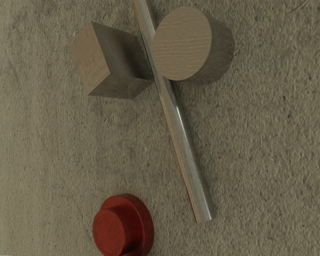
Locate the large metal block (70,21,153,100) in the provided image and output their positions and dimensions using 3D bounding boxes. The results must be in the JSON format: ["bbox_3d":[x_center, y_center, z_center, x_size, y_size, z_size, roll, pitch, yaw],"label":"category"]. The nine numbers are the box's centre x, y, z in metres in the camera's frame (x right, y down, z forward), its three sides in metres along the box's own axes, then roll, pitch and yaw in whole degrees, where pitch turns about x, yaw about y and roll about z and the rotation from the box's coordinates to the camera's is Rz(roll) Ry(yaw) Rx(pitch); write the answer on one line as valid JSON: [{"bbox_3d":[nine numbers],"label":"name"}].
[{"bbox_3d":[-0.064,-0.088,0.422,0.050,0.081,0.080,-34,69,35],"label":"large metal block"}]

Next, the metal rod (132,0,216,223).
[{"bbox_3d":[0.014,-0.033,0.393,0.025,0.025,0.299,-26,74,37],"label":"metal rod"}]

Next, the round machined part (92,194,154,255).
[{"bbox_3d":[-0.059,0.146,0.443,0.098,0.042,0.097,0,90,40],"label":"round machined part"}]

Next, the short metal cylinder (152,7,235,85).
[{"bbox_3d":[0.038,-0.092,0.358,0.080,0.050,0.079,0,90,40],"label":"short metal cylinder"}]
